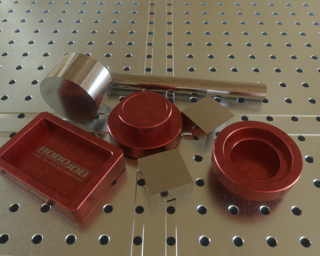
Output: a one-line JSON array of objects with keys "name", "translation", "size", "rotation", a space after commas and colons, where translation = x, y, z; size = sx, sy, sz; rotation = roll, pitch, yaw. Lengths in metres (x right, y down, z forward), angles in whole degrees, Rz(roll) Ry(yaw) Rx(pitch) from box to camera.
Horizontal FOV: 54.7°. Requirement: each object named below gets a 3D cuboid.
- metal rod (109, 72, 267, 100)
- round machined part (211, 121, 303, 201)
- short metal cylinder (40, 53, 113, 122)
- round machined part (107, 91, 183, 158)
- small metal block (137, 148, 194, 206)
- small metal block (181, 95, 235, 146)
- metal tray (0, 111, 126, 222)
[{"name": "metal rod", "translation": [0.002, -0.066, 0.462], "size": [0.302, 0.025, 0.025], "rotation": [5, 50, 4]}, {"name": "round machined part", "translation": [0.109, 0.041, 0.363], "size": [0.099, 0.042, 0.098], "rotation": [0, 50, 0]}, {"name": "short metal cylinder", "translation": [-0.110, -0.053, 0.415], "size": [0.080, 0.080, 0.050], "rotation": [14, 51, 11]}, {"name": "round machined part", "translation": [-0.019, -0.011, 0.405], "size": [0.099, 0.042, 0.098], "rotation": [0, 47, 0]}, {"name": "small metal block", "translation": [0.005, 0.056, 0.361], "size": [0.050, 0.025, 0.050], "rotation": [-15, 52, -12]}, {"name": "small metal block", "translation": [0.063, -0.011, 0.418], "size": [0.050, 0.025, 0.050], "rotation": [-31, 57, -24]}, {"name": "metal tray", "translation": [-0.119, 0.040, 0.369], "size": [0.130, 0.030, 0.090], "rotation": [24, 54, 19]}]
